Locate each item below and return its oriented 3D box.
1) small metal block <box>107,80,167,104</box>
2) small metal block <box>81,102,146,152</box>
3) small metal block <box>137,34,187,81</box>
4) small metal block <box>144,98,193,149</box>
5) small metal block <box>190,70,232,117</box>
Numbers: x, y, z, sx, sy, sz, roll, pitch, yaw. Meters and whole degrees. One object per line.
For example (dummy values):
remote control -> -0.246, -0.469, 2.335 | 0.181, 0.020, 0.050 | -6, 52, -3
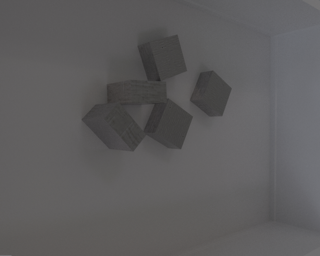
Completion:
small metal block -> -0.028, -0.041, 0.367 | 0.050, 0.050, 0.025 | -4, 93, -40
small metal block -> -0.052, -0.001, 0.347 | 0.050, 0.050, 0.025 | 52, 60, -28
small metal block -> 0.004, -0.092, 0.410 | 0.050, 0.025, 0.050 | -27, 107, -37
small metal block -> 0.012, -0.005, 0.416 | 0.050, 0.025, 0.050 | 34, 69, -35
small metal block -> 0.078, -0.051, 0.472 | 0.050, 0.025, 0.050 | 34, 69, -35
